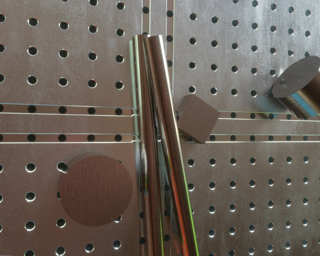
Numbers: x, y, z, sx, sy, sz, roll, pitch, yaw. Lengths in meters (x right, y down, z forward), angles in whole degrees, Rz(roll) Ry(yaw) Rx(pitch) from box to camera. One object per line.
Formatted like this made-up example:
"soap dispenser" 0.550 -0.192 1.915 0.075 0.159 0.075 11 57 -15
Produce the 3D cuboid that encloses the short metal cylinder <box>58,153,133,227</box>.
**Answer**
"short metal cylinder" -0.078 0.070 0.370 0.081 0.050 0.080 0 90 -21

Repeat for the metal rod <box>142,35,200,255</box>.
"metal rod" 0.017 0.034 0.404 0.025 0.025 0.298 -14 100 -20

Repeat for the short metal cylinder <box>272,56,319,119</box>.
"short metal cylinder" 0.218 -0.061 0.463 0.050 0.080 0.080 39 78 -16

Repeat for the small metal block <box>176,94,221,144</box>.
"small metal block" 0.048 -0.012 0.430 0.050 0.025 0.050 33 79 -17

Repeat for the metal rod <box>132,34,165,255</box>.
"metal rod" -0.014 0.030 0.407 0.025 0.025 0.298 -4 92 -20
